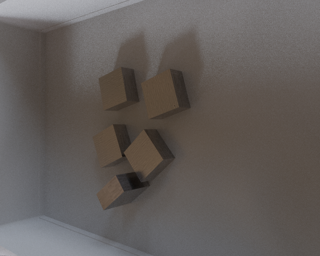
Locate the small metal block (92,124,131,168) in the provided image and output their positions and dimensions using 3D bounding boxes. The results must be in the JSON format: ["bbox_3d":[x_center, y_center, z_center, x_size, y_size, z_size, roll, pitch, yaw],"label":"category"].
[{"bbox_3d":[-0.070,0.027,0.462,0.050,0.025,0.050,-29,72,36],"label":"small metal block"}]

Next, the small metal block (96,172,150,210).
[{"bbox_3d":[-0.051,0.086,0.430,0.050,0.050,0.025,-45,63,30],"label":"small metal block"}]

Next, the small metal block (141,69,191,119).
[{"bbox_3d":[0.007,-0.042,0.399,0.050,0.025,0.050,-20,77,38],"label":"small metal block"}]

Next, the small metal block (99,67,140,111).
[{"bbox_3d":[-0.061,-0.056,0.455,0.050,0.025,0.050,-17,79,38],"label":"small metal block"}]

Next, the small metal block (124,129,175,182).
[{"bbox_3d":[-0.015,0.037,0.417,0.050,0.025,0.050,-48,62,29],"label":"small metal block"}]
